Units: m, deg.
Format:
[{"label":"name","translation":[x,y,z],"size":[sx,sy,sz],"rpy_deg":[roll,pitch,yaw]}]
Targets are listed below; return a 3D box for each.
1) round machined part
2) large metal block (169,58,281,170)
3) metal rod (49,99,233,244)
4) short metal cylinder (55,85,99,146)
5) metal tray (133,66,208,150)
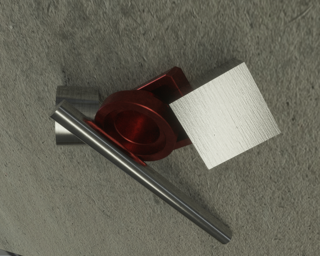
[{"label":"round machined part","translation":[-0.024,-0.007,0.373],"size":[0.098,0.042,0.097],"rpy_deg":[11,137,11]},{"label":"large metal block","translation":[0.065,-0.017,0.325],"size":[0.080,0.050,0.080],"rpy_deg":[-29,104,10]},{"label":"metal rod","translation":[-0.008,0.069,0.397],"size":[0.300,0.025,0.025],"rpy_deg":[41,131,-23]},{"label":"short metal cylinder","translation":[-0.109,-0.015,0.410],"size":[0.050,0.080,0.079],"rpy_deg":[1,126,-14]},{"label":"metal tray","translation":[-0.009,-0.012,0.401],"size":[0.130,0.030,0.090],"rpy_deg":[-22,107,36]}]
